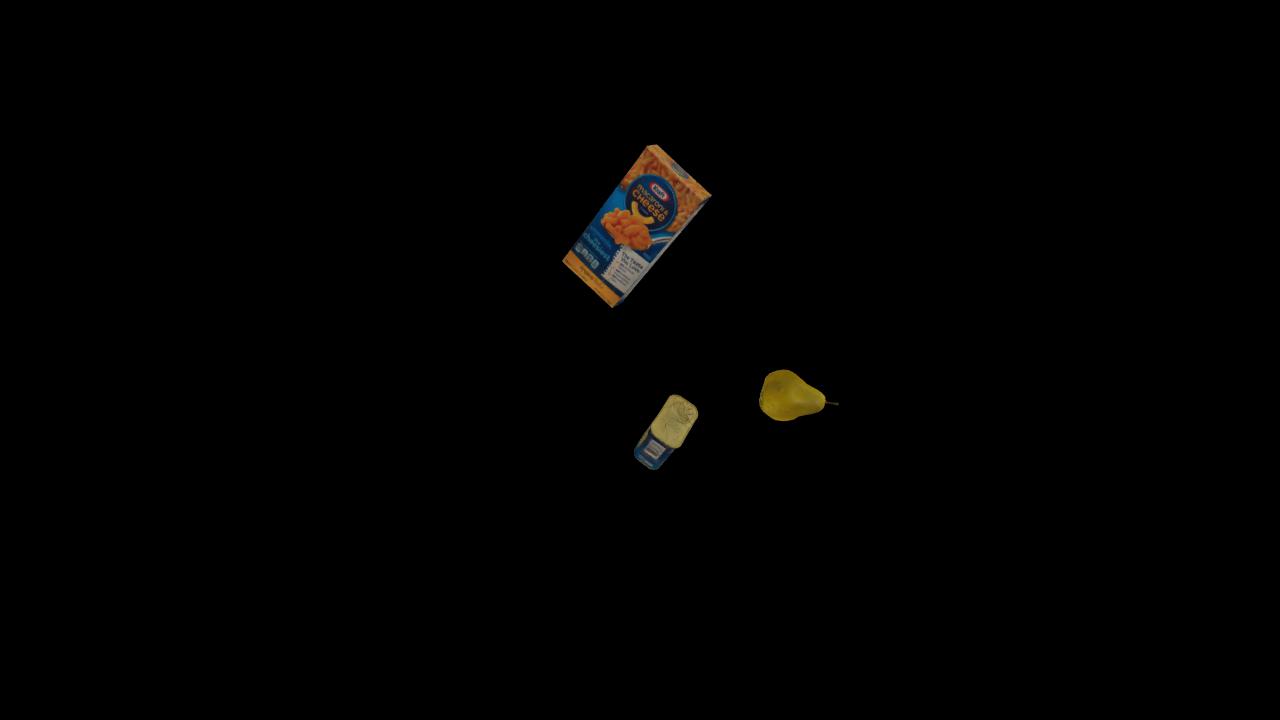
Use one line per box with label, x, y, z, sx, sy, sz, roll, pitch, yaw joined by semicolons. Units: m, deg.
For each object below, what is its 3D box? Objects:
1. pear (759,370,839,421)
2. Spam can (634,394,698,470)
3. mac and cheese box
pear;0.238;0.058;0.924;0.111;0.080;0.080;14;2;8
Spam can;0.041;0.119;1.007;0.101;0.058;0.085;-52;-3;-43
mac and cheese box;-0.008;-0.159;0.752;0.184;0.093;0.041;-48;-3;30
